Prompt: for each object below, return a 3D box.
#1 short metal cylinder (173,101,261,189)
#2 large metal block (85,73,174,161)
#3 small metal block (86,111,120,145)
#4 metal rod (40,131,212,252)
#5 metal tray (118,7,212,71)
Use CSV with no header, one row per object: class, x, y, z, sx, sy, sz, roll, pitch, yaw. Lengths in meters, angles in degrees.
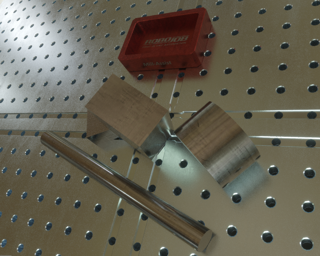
short metal cylinder,0.059,0.018,0.330,0.050,0.080,0.080,-41,51,0
large metal block,-0.033,-0.010,0.380,0.080,0.080,0.050,35,81,16
small metal block,-0.078,-0.009,0.453,0.050,0.025,0.050,-19,55,17
metal rod,-0.066,0.065,0.401,0.300,0.025,0.025,24,75,36
metal tray,0.007,-0.136,0.483,0.130,0.030,0.090,2,63,28
